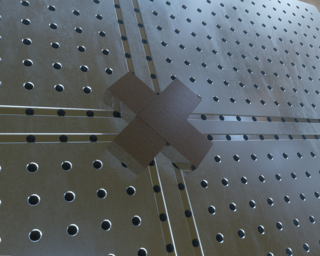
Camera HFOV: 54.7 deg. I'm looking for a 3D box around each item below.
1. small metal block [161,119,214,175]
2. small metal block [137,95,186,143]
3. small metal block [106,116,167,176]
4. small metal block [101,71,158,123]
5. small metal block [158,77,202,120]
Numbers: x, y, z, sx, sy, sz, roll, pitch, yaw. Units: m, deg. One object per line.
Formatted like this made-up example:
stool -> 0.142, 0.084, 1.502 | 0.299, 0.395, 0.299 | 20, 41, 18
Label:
small metal block -> 0.036, 0.025, 0.413 | 0.050, 0.025, 0.050 | 42, 51, 0
small metal block -> -0.002, -0.008, 0.412 | 0.050, 0.025, 0.050 | 42, 51, 0
small metal block -> -0.028, 0.021, 0.381 | 0.050, 0.025, 0.050 | 42, 51, 0
small metal block -> -0.040, -0.041, 0.413 | 0.050, 0.025, 0.050 | 42, 51, 0
small metal block -> 0.025, -0.037, 0.445 | 0.050, 0.025, 0.050 | 42, 51, 0
